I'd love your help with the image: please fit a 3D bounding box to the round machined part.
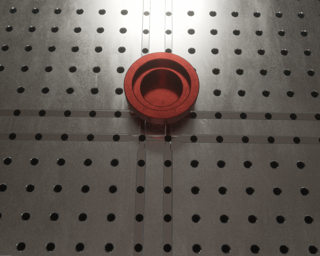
[{"bbox_3d":[0.002,-0.050,0.421,0.099,0.042,0.098,0,70,-1],"label":"round machined part"}]
